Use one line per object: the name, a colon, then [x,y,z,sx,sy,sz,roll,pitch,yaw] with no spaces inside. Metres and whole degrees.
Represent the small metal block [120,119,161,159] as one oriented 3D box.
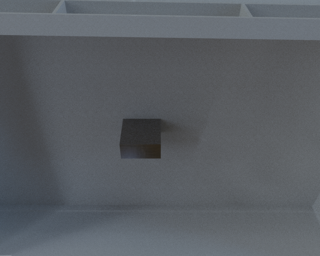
small metal block: [-0.024,0.013,0.404,0.050,0.050,0.025,0,130,-1]
